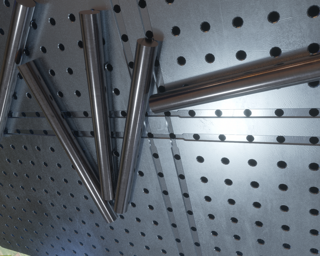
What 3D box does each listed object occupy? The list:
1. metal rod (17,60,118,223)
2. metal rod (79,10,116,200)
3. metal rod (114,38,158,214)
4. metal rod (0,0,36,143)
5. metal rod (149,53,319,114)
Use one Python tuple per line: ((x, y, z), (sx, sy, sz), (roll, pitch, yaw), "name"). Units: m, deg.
((-0.143, 0.034, 0.508), (0.025, 0.025, 0.299), (-11, 113, 33), "metal rod")
((-0.085, -0.012, 0.449), (0.025, 0.025, 0.298), (14, 124, 20), "metal rod")
((-0.041, 0.019, 0.445), (0.025, 0.025, 0.298), (23, 127, 14), "metal rod")
((-0.244, -0.072, 0.496), (0.025, 0.025, 0.298), (39, 129, 2), "metal rod")
((0.118, -0.052, 0.316), (0.300, 0.025, 0.025), (-10, 114, 32), "metal rod")
